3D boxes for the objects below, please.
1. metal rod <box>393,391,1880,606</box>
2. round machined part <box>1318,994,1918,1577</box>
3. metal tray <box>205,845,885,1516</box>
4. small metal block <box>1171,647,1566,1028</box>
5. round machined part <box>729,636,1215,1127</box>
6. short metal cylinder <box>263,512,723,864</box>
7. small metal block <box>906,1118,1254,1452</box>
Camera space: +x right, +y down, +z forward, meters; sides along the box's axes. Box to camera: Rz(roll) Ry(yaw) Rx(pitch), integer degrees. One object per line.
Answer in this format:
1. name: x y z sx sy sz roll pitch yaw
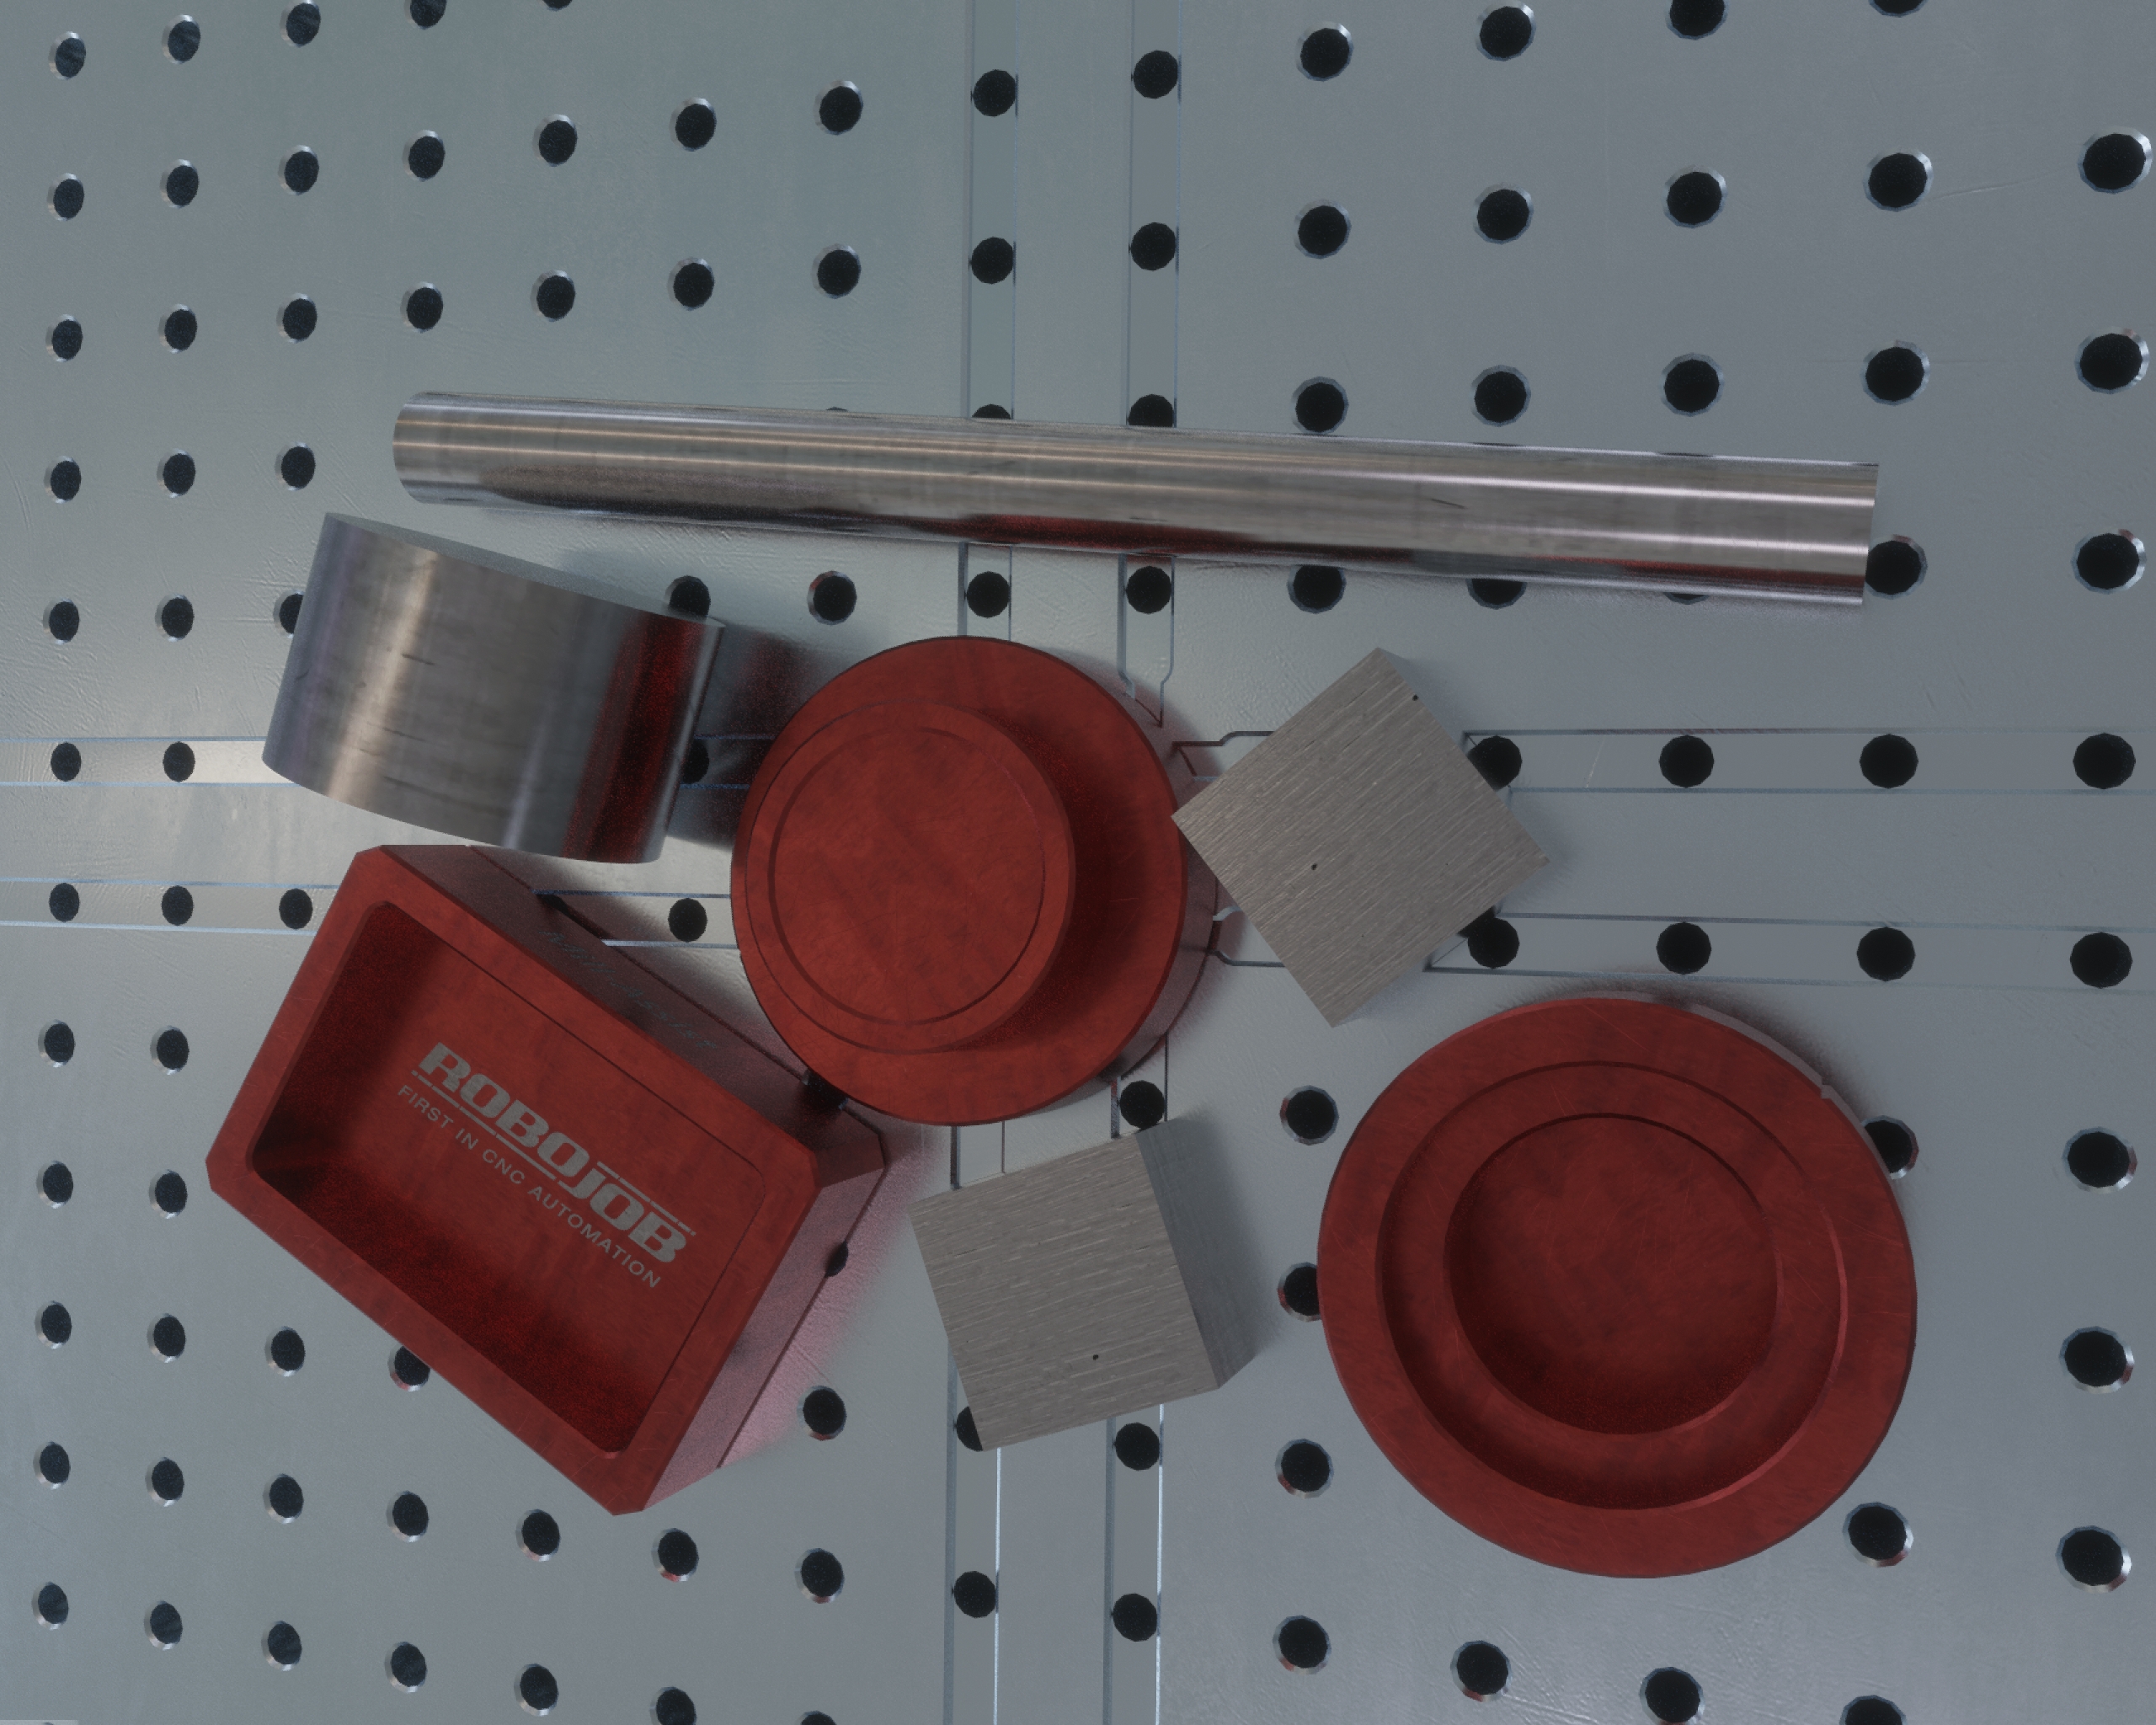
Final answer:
1. metal rod: -0.003 -0.075 0.413 0.301 0.025 0.025 7 93 19
2. round machined part: 0.095 0.071 0.370 0.098 0.042 0.097 0 90 20
3. metal tray: -0.117 0.065 0.451 0.130 0.030 0.090 32 101 17
4. small metal block: 0.055 -0.005 0.393 0.050 0.025 0.050 -40 78 15
5. round machined part: -0.026 0.003 0.412 0.098 0.042 0.097 -1 87 19
6. short metal cylinder: -0.118 -0.036 0.425 0.080 0.080 0.050 19 96 19
7. small metal block: 0.001 0.083 0.412 0.050 0.025 0.050 -20 83 18
